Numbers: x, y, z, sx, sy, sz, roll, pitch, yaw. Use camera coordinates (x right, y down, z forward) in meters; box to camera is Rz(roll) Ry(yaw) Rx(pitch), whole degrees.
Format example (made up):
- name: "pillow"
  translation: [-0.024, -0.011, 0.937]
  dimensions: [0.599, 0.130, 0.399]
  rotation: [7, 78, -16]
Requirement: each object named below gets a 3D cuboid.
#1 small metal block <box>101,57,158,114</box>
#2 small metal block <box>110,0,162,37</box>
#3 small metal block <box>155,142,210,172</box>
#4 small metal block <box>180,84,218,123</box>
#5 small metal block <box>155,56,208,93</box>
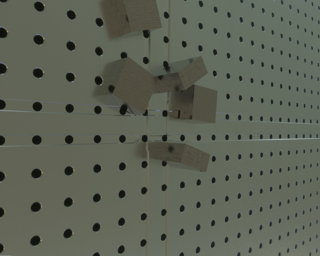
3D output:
- name: "small metal block"
  translation: [-0.036, -0.051, 0.381]
  dimensions: [0.050, 0.025, 0.050]
  rotation: [32, 70, -36]
- name: "small metal block"
  translation: [-0.029, -0.145, 0.386]
  dimensions: [0.050, 0.025, 0.050]
  rotation: [-23, 105, -38]
- name: "small metal block"
  translation: [0.031, 0.039, 0.421]
  dimensions: [0.050, 0.050, 0.025]
  rotation: [25, 75, -38]
- name: "small metal block"
  translation: [0.058, -0.034, 0.460]
  dimensions: [0.050, 0.025, 0.050]
  rotation: [8, 85, -40]
- name: "small metal block"
  translation: [0.027, -0.072, 0.418]
  dimensions: [0.050, 0.050, 0.025]
  rotation: [-39, 114, -33]
